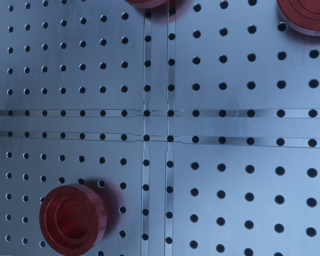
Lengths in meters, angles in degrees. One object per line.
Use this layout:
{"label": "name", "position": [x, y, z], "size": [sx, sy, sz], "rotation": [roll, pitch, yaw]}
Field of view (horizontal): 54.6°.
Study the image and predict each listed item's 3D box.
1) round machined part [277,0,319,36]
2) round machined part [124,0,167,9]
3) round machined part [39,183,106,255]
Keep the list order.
{"label": "round machined part", "position": [0.180, -0.149, 0.340], "size": [0.098, 0.042, 0.097], "rotation": [0, 90, 20]}
{"label": "round machined part", "position": [-0.014, -0.206, 0.409], "size": [0.098, 0.042, 0.097], "rotation": [0, 90, 20]}
{"label": "round machined part", "position": [-0.120, 0.129, 0.447], "size": [0.098, 0.042, 0.097], "rotation": [0, 90, 20]}
